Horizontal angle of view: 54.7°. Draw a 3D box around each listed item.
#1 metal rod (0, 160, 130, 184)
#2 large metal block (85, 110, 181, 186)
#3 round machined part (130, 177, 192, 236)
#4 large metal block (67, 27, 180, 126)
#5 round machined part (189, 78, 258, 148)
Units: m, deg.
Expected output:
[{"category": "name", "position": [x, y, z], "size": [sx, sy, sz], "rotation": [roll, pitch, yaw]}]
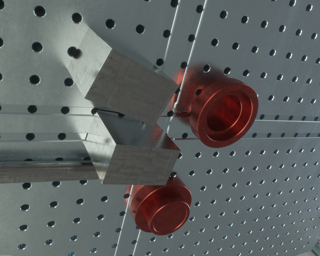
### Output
[{"category": "metal rod", "position": [-0.163, 0.050, 0.352], "size": [0.302, 0.025, 0.025], "rotation": [3, 117, -30]}, {"category": "large metal block", "position": [-0.036, 0.023, 0.371], "size": [0.081, 0.080, 0.050], "rotation": [8, 114, -32]}, {"category": "round machined part", "position": [0.007, 0.128, 0.483], "size": [0.099, 0.042, 0.097], "rotation": [-14, 124, -21]}, {"category": "large metal block", "position": [-0.040, -0.053, 0.321], "size": [0.080, 0.080, 0.050], "rotation": [22, 106, -37]}, {"category": "round machined part", "position": [0.084, -0.024, 0.431], "size": [0.099, 0.042, 0.097], "rotation": [-14, 124, -21]}]
